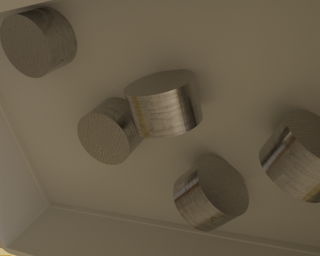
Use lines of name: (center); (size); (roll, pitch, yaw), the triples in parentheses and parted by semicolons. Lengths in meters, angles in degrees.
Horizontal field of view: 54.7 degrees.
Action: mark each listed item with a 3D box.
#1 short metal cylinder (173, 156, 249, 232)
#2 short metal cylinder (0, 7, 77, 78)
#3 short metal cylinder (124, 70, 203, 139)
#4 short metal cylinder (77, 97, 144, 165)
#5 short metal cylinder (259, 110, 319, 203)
short metal cylinder: (0.064, 0.082, 0.389); (0.080, 0.080, 0.050); (42, 129, -1)
short metal cylinder: (-0.157, -0.112, 0.404); (0.080, 0.050, 0.079); (13, 124, 20)
short metal cylinder: (0.005, -0.029, 0.352); (0.080, 0.080, 0.050); (0, 118, 28)
short metal cylinder: (-0.065, 0.004, 0.428); (0.080, 0.050, 0.079); (13, 124, 20)
short metal cylinder: (0.149, 0.027, 0.311); (0.080, 0.080, 0.050); (31, 128, 8)
